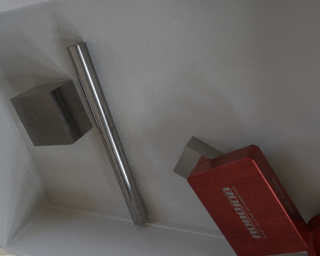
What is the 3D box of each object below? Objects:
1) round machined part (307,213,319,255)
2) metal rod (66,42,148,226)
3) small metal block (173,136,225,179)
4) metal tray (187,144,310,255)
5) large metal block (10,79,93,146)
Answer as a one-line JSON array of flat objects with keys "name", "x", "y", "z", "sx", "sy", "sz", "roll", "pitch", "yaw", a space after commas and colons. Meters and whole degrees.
[{"name": "round machined part", "x": 0.219, "y": 0.134, "z": 0.348, "sx": 0.098, "sy": 0.042, "sz": 0.097, "roll": 30, "pitch": 128, "yaw": 48}, {"name": "metal rod", "x": -0.070, "y": 0.024, "z": 0.458, "sx": 0.025, "sy": 0.025, "sz": 0.298, "roll": -2, "pitch": 118, "yaw": 29}, {"name": "small metal block", "x": 0.052, "y": 0.047, "z": 0.409, "sx": 0.050, "sy": 0.025, "sz": 0.050, "roll": 29, "pitch": 128, "yaw": 9}, {"name": "metal tray", "x": 0.104, "y": 0.092, "z": 0.369, "sx": 0.090, "sy": 0.030, "sz": 0.130, "roll": -27, "pitch": 101, "yaw": 37}, {"name": "large metal block", "x": -0.160, "y": -0.021, "z": 0.462, "sx": 0.080, "sy": 0.050, "sz": 0.080, "roll": -4, "pitch": 117, "yaw": 30}]
